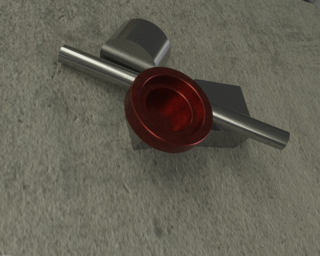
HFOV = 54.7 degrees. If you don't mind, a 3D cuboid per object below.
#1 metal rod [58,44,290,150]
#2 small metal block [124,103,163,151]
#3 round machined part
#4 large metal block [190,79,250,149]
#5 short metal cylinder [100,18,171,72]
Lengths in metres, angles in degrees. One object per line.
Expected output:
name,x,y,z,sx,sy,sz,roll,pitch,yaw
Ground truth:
metal rod,0.016,-0.039,0.391,0.301,0.025,0.025,22,52,2
small metal block,-0.019,-0.006,0.384,0.025,0.050,0.050,-2,63,-30
round machined part,0.006,-0.016,0.346,0.099,0.042,0.098,13,57,-22
large metal block,0.080,-0.018,0.446,0.081,0.050,0.080,4,60,-27
short metal cylinder,-0.032,-0.097,0.413,0.080,0.080,0.050,33,51,-8
